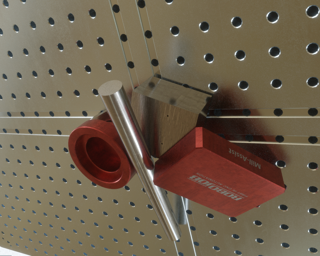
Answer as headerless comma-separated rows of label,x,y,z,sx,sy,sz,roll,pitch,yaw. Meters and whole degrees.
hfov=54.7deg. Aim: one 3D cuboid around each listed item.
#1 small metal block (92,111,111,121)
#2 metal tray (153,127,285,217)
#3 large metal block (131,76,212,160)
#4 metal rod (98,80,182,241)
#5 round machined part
small metal block,-0.072,0.000,0.445,0.050,0.025,0.050,-24,106,36
metal tray,0.069,0.058,0.370,0.131,0.030,0.090,27,133,-21
large metal block,0.010,-0.008,0.381,0.080,0.050,0.079,21,126,15
metal rod,-0.013,0.066,0.403,0.025,0.025,0.299,6,137,25
round machined part,-0.071,0.031,0.417,0.098,0.042,0.097,15,126,22
